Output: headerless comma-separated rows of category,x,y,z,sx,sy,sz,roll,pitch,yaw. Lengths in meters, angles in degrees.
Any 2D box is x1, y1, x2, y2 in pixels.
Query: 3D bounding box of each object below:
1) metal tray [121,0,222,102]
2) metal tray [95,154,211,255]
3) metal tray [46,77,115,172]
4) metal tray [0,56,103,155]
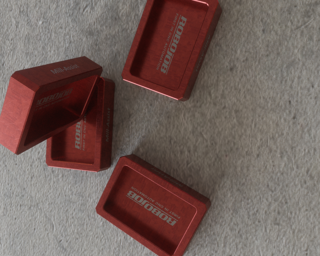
metal tray,0.014,-0.109,0.400,0.090,0.030,0.129,23,97,18
metal tray,-0.011,0.103,0.409,0.130,0.030,0.090,29,99,17
metal tray,-0.115,-0.007,0.445,0.090,0.030,0.129,3,91,19
metal tray,-0.127,-0.032,0.370,0.030,0.131,0.089,33,117,7
